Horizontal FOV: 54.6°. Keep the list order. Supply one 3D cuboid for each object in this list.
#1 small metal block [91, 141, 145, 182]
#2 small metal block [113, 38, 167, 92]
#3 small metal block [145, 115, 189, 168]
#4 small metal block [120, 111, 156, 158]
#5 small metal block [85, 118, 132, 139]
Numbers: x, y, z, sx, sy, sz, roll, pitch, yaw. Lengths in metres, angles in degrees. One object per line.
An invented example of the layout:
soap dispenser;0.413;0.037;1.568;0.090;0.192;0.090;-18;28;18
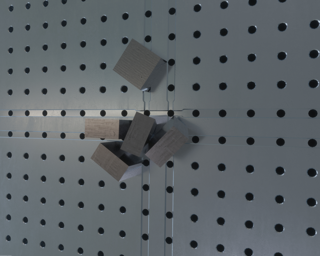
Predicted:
small metal block;-0.056;0.044;0.420;0.050;0.050;0.025;37;102;16
small metal block;-0.027;-0.085;0.423;0.050;0.025;0.050;38;102;16
small metal block;0.009;0.016;0.393;0.025;0.050;0.050;42;104;-8
small metal block;-0.026;0.010;0.401;0.025;0.050;0.050;22;84;4
small metal block;-0.067;0.001;0.423;0.050;0.050;0.025;2;91;20
